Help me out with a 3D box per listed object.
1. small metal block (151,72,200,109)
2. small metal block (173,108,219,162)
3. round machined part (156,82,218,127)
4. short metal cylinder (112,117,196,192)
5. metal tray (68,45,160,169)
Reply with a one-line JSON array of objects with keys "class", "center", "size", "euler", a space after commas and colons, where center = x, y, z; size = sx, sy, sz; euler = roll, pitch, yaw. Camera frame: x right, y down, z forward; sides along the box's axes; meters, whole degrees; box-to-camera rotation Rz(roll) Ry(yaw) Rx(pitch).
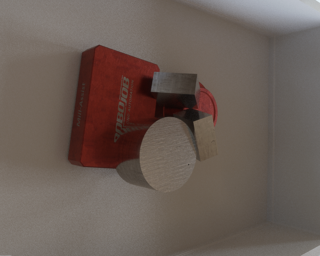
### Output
[{"class": "small metal block", "center": [0.021, -0.045, 0.374], "size": [0.050, 0.050, 0.025], "euler": [54, 43, -71]}, {"class": "small metal block", "center": [0.043, 0.007, 0.375], "size": [0.025, 0.050, 0.050], "euler": [-19, 110, -20]}, {"class": "round machined part", "center": [0.043, -0.021, 0.431], "size": [0.099, 0.042, 0.097], "euler": [0, 90, -40]}, {"class": "short metal cylinder", "center": [-0.005, 0.028, 0.347], "size": [0.081, 0.050, 0.079], "euler": [0, 90, -40]}, {"class": "metal tray", "center": [-0.050, -0.019, 0.358], "size": [0.091, 0.030, 0.129], "euler": [10, 84, -40]}]
